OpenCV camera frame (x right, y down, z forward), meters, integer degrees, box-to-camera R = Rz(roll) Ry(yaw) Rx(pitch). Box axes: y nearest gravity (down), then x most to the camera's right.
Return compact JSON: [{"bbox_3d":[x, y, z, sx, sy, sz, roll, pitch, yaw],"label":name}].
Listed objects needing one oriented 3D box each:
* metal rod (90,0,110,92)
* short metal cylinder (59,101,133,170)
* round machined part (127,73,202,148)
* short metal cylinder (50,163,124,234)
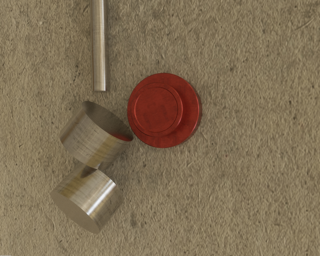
[{"bbox_3d":[-0.087,-0.200,0.438,0.025,0.025,0.298,-2,89,19],"label":"metal rod"},{"bbox_3d":[-0.083,0.009,0.408,0.080,0.080,0.050,43,103,14],"label":"short metal cylinder"},{"bbox_3d":[0.002,-0.023,0.399,0.098,0.042,0.097,0,90,19],"label":"round machined part"},{"bbox_3d":[-0.095,0.092,0.406,0.080,0.080,0.050,25,53,21],"label":"short metal cylinder"}]
